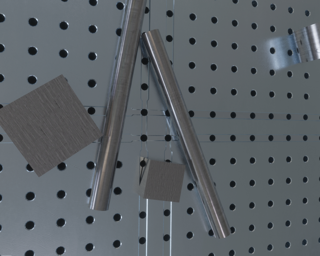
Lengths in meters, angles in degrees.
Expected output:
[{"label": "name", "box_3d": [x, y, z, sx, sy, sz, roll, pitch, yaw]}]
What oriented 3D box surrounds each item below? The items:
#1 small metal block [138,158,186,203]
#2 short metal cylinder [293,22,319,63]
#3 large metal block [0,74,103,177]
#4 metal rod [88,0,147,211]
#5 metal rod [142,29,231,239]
[{"label": "small metal block", "box_3d": [0.002, 0.069, 0.414, 0.050, 0.025, 0.050, 11, 86, -20]}, {"label": "short metal cylinder", "box_3d": [0.252, -0.136, 0.476, 0.081, 0.080, 0.050, -19, 97, -19]}, {"label": "large metal block", "box_3d": [-0.125, -0.003, 0.353, 0.080, 0.050, 0.080, -35, 102, -17]}, {"label": "metal rod", "box_3d": [-0.050, -0.047, 0.393, 0.025, 0.025, 0.298, 11, 86, -20]}, {"label": "metal rod", "box_3d": [0.039, 0.013, 0.426, 0.025, 0.025, 0.298, -23, 98, -19]}]
